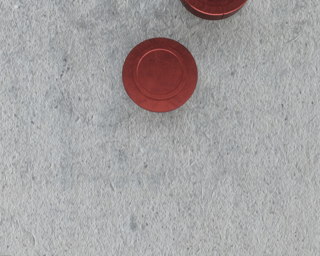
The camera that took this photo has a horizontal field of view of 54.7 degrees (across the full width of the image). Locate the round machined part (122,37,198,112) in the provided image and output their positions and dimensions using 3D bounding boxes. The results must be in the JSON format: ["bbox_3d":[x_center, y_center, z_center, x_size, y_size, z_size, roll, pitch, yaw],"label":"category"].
[{"bbox_3d":[0.000,-0.069,0.401,0.099,0.042,0.097,0,90,0],"label":"round machined part"}]

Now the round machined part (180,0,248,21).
[{"bbox_3d":[0.069,-0.188,0.402,0.099,0.042,0.097,0,90,0],"label":"round machined part"}]
